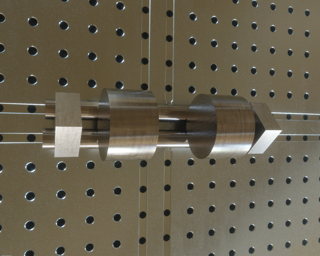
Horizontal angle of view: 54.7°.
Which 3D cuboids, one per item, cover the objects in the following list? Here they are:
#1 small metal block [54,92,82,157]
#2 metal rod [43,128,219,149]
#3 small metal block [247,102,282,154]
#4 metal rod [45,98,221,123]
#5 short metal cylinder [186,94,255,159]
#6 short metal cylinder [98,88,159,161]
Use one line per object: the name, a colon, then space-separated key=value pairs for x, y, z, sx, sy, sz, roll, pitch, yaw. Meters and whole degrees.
small metal block: x=-0.101 y=-0.003 z=0.338 sx=0.025 sy=0.050 sz=0.050 roll=1 pitch=48 yaw=-20
metal rod: x=0.005 y=0.015 z=0.414 sx=0.302 sy=0.025 sz=0.025 roll=1 pitch=90 yaw=-20
small metal block: x=0.132 y=0.000 z=0.424 sx=0.025 sy=0.050 sz=0.050 roll=1 pitch=49 yaw=-20
metal rod: x=0.008 y=-0.020 z=0.415 sx=0.302 sy=0.025 sz=0.025 roll=1 pitch=90 yaw=-20
short metal cylinder: x=0.073 y=-0.002 z=0.387 sx=0.050 sy=0.080 sz=0.079 roll=1 pitch=90 yaw=-20
short metal cylinder: x=-0.038 y=-0.003 z=0.346 sx=0.050 sy=0.080 sz=0.079 roll=1 pitch=90 yaw=-20
